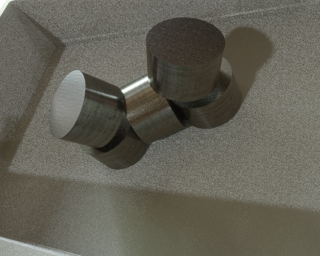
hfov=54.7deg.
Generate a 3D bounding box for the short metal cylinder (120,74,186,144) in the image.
[{"bbox_3d":[-0.009,-0.027,0.388,0.050,0.080,0.080,-26,53,12],"label":"short metal cylinder"}]

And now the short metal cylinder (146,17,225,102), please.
[{"bbox_3d":[0.026,-0.075,0.335,0.081,0.050,0.080,0,53,0],"label":"short metal cylinder"}]

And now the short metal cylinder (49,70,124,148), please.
[{"bbox_3d":[-0.087,-0.021,0.361,0.080,0.050,0.080,-20,61,42],"label":"short metal cylinder"}]

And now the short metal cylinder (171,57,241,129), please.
[{"bbox_3d":[0.055,-0.046,0.386,0.080,0.050,0.080,-13,56,20],"label":"short metal cylinder"}]

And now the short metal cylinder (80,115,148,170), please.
[{"bbox_3d":[-0.061,0.009,0.412,0.080,0.050,0.080,-13,56,20],"label":"short metal cylinder"}]
